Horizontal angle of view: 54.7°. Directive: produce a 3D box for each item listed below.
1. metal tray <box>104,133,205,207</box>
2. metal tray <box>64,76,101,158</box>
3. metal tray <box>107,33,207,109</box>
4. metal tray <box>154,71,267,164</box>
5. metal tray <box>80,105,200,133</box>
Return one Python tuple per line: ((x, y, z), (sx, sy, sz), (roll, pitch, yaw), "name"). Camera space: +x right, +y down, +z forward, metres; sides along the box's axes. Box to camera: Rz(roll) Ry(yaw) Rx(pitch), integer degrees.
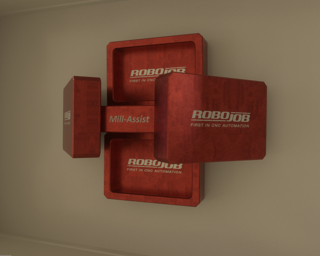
((-0.009, 0.050, 0.407), (0.130, 0.030, 0.089), (1, 90, 19), "metal tray")
((-0.103, -0.012, 0.396), (0.030, 0.130, 0.089), (1, 90, -22), "metal tray")
((-0.005, -0.070, 0.408), (0.130, 0.030, 0.089), (0, 90, 19), "metal tray")
((0.059, -0.009, 0.339), (0.030, 0.131, 0.089), (1, 90, 62), "metal tray")
((-0.019, -0.010, 0.381), (0.130, 0.090, 0.030), (1, 90, 19), "metal tray")
